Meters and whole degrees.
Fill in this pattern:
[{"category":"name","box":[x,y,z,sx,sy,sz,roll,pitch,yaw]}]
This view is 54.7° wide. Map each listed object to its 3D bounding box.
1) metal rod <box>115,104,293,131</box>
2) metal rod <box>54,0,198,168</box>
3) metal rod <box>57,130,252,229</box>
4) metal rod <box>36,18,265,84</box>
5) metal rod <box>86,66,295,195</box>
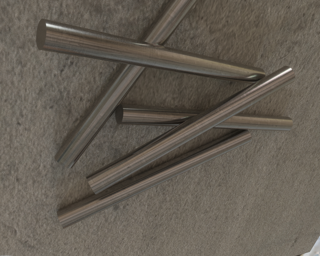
[{"category":"metal rod","box":[0.082,-0.012,0.446,0.303,0.025,0.025,2,117,-30]},{"category":"metal rod","box":[-0.023,-0.077,0.347,0.025,0.025,0.299,31,101,-38]},{"category":"metal rod","box":[0.003,0.066,0.450,0.302,0.025,0.025,-22,127,-15]},{"category":"metal rod","box":[0.021,-0.074,0.345,0.302,0.025,0.025,1,119,-39]},{"category":"metal rod","box":[0.047,-0.003,0.398,0.302,0.025,0.025,-29,129,-11]}]
